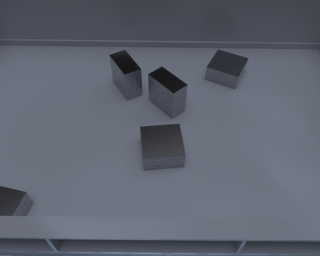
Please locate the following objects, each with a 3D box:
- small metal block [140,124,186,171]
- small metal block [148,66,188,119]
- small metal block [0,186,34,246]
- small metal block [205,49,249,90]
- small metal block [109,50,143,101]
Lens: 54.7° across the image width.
[{"bbox_3d":[0.002,0.023,0.386,0.050,0.025,0.050,-4,50,-4],"label":"small metal block"},{"bbox_3d":[0.010,-0.049,0.430,0.025,0.050,0.050,-34,58,-25],"label":"small metal block"},{"bbox_3d":[-0.173,0.090,0.327,0.050,0.025,0.050,11,51,8],"label":"small metal block"},{"bbox_3d":[0.104,-0.092,0.484,0.050,0.025,0.050,22,53,17],"label":"small metal block"},{"bbox_3d":[-0.049,-0.077,0.453,0.025,0.050,0.050,-24,54,-19],"label":"small metal block"}]
